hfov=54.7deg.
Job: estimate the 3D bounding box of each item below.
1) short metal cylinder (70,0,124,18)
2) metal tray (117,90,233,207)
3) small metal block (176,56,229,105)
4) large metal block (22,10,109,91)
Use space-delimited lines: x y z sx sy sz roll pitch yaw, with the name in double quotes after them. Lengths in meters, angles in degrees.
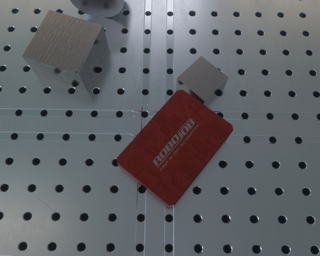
-0.091 -0.211 0.459 0.080 0.080 0.050 4 70 1 "short metal cylinder"
0.020 0.024 0.400 0.090 0.030 0.130 38 74 12 "metal tray"
0.059 -0.065 0.436 0.050 0.025 0.050 42 75 13 "small metal block"
-0.129 -0.109 0.437 0.080 0.050 0.080 18 71 6 "large metal block"
